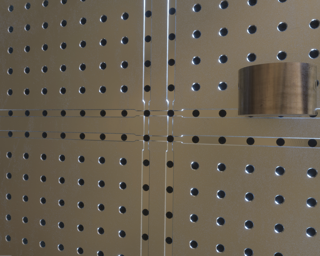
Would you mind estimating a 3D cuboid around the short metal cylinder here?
[{"bbox_3d":[0.127,-0.039,0.339,0.080,0.080,0.050,0,90,20],"label":"short metal cylinder"}]
